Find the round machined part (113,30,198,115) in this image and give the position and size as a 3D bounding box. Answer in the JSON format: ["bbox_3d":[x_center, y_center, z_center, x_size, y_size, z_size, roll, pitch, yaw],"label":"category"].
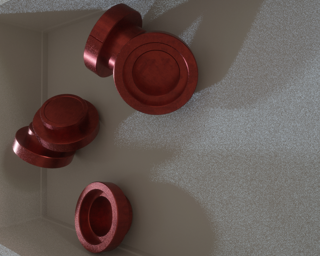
[{"bbox_3d":[-0.004,-0.068,0.377,0.099,0.042,0.097,1,113,2],"label":"round machined part"}]

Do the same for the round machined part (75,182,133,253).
[{"bbox_3d":[-0.079,0.129,0.454,0.098,0.042,0.098,-11,73,40],"label":"round machined part"}]

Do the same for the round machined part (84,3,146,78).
[{"bbox_3d":[-0.051,-0.108,0.408,0.042,0.098,0.097,34,113,9],"label":"round machined part"}]

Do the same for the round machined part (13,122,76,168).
[{"bbox_3d":[-0.186,0.021,0.514,0.098,0.099,0.042,40,114,33],"label":"round machined part"}]

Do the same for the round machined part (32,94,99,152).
[{"bbox_3d":[-0.144,-0.015,0.474,0.098,0.099,0.042,47,150,29],"label":"round machined part"}]
